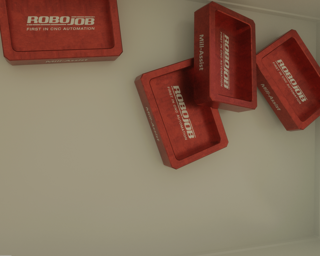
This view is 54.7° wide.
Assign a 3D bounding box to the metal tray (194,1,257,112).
[{"bbox_3d":[0.089,-0.091,0.416,0.091,0.030,0.129,7,80,-35],"label":"metal tray"}]

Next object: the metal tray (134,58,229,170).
[{"bbox_3d":[0.030,-0.021,0.418,0.091,0.030,0.129,-22,97,-19],"label":"metal tray"}]

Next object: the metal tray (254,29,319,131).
[{"bbox_3d":[0.200,-0.071,0.471,0.090,0.030,0.130,-36,94,-15],"label":"metal tray"}]

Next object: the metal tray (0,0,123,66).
[{"bbox_3d":[-0.115,-0.124,0.364,0.131,0.030,0.089,-7,93,-20],"label":"metal tray"}]
